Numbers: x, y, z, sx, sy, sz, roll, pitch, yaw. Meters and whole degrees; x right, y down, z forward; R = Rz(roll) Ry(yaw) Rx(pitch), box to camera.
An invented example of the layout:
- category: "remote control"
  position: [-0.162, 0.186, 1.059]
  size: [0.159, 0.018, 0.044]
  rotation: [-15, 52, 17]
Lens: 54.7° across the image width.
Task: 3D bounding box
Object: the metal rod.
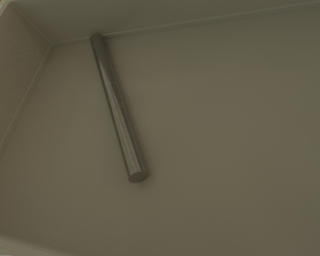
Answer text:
- category: "metal rod"
  position: [-0.071, -0.050, 0.471]
  size: [0.025, 0.025, 0.299]
  rotation: [-29, 52, 9]
